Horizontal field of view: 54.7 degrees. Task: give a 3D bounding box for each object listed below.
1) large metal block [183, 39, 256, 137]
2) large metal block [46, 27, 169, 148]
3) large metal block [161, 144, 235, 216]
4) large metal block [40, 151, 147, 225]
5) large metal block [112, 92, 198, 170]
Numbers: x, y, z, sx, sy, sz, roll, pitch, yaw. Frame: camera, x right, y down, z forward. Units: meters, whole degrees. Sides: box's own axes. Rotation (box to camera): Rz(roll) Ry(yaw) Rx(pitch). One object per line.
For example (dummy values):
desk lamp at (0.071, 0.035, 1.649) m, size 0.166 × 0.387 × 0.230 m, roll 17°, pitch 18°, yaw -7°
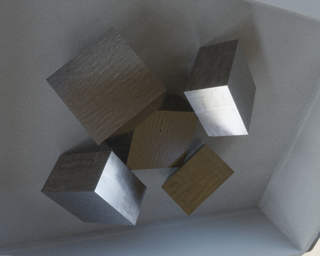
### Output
large metal block at (0.077, -0.046, 0.377) m, size 0.080 × 0.050 × 0.080 m, roll 55°, pitch 42°, yaw -39°
large metal block at (-0.049, -0.037, 0.310) m, size 0.080 × 0.080 × 0.050 m, roll -39°, pitch 173°, yaw -2°
large metal block at (0.051, 0.067, 0.432) m, size 0.080 × 0.050 × 0.080 m, roll -44°, pitch 174°, yaw 2°
large metal block at (-0.075, 0.073, 0.368) m, size 0.080 × 0.050 × 0.080 m, roll -7°, pitch 137°, yaw 30°
large metal block at (-0.007, 0.004, 0.387) m, size 0.081 × 0.050 × 0.079 m, roll 1°, pitch 118°, yaw -29°
